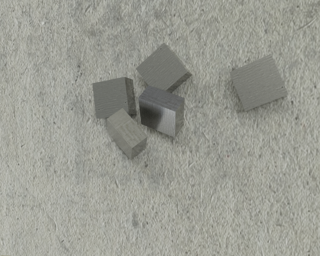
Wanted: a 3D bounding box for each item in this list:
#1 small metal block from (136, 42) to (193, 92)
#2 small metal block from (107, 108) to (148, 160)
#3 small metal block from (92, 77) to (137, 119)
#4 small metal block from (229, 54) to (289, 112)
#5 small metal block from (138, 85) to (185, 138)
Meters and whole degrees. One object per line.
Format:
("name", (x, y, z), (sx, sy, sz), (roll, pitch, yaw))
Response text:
("small metal block", (0.006, -0.074, 0.407), (0.050, 0.025, 0.050), (-40, 78, 15))
("small metal block", (-0.044, 0.009, 0.408), (0.025, 0.050, 0.050), (-38, 76, -20))
("small metal block", (-0.063, -0.041, 0.431), (0.050, 0.025, 0.050), (-8, 87, 20))
("small metal block", (0.117, -0.052, 0.368), (0.050, 0.025, 0.050), (-22, 83, 18))
("small metal block", (0.003, -0.021, 0.393), (0.050, 0.050, 0.025), (22, 55, 18))
